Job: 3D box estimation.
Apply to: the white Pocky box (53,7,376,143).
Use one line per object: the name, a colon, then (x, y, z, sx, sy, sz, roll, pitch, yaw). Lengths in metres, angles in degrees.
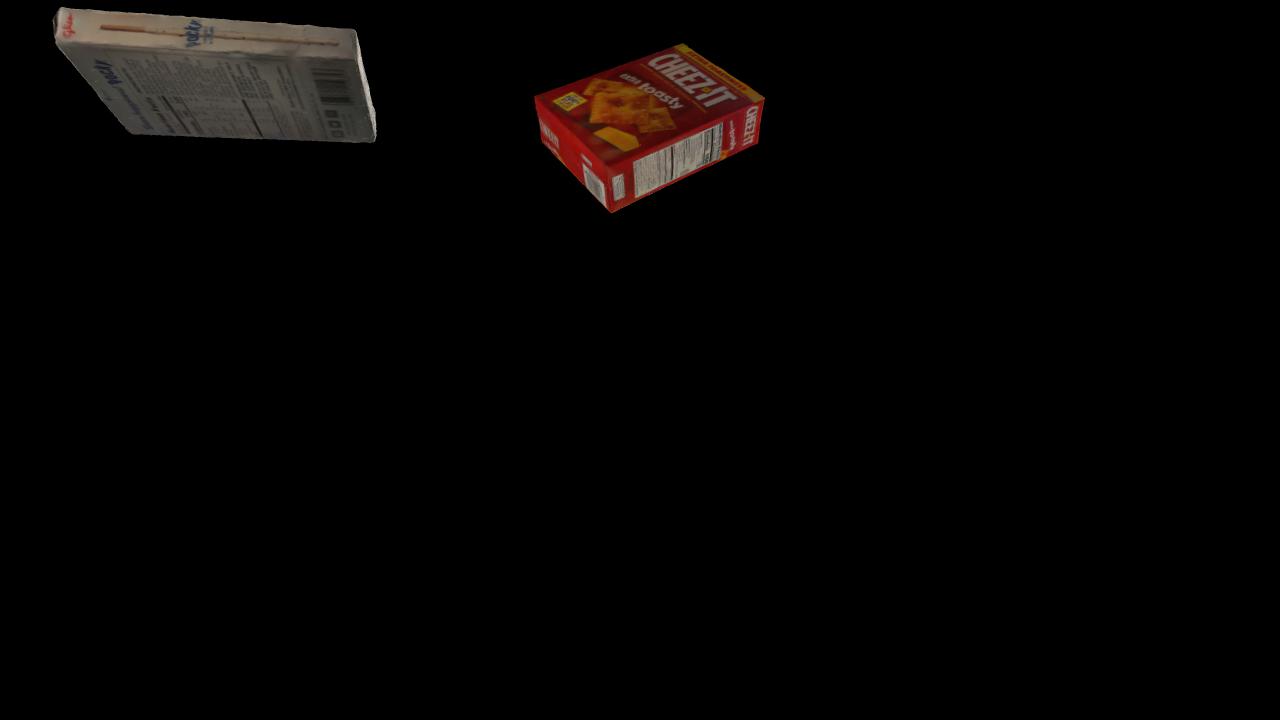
white Pocky box: (-0.257, -0.177, 0.395, 0.154, 0.028, 0.084, -4, -15, -17)

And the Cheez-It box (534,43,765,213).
Cheez-It box: (0.011, -0.286, 0.737, 0.223, 0.166, 0.071, -29, -31, -18)
